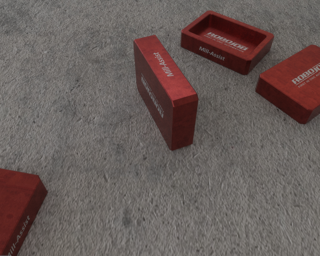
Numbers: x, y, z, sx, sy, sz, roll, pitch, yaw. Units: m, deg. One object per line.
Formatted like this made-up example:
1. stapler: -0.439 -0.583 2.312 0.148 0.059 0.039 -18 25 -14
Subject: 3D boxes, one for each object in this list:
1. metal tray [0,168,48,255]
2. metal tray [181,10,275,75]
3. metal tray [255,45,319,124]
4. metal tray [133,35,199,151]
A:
1. metal tray: -0.185 0.103 0.312 0.090 0.030 0.130 9 51 7
2. metal tray: 0.112 -0.148 0.524 0.130 0.030 0.090 31 56 23
3. metal tray: 0.220 -0.069 0.459 0.131 0.030 0.090 -30 56 -23
4. metal tray: 0.004 -0.047 0.399 0.030 0.090 0.130 -18 52 -14
